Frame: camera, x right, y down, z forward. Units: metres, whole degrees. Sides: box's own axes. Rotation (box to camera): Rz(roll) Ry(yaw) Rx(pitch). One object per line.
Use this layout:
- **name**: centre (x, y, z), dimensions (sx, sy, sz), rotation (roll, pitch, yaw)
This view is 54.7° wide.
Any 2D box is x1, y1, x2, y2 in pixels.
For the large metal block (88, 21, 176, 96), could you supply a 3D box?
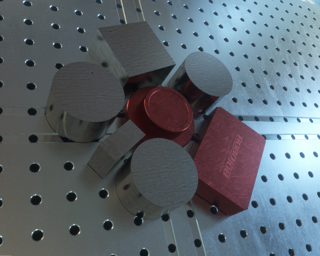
- **large metal block**: centre (-0.039, -0.096, 0.430), dimensions (0.081, 0.050, 0.080), rotation (-24, 75, -36)

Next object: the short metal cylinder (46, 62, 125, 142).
- **short metal cylinder**: centre (-0.088, -0.030, 0.362), dimensions (0.081, 0.050, 0.080), rotation (14, 56, -21)

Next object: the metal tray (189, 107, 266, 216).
- **metal tray**: centre (0.090, 0.041, 0.426), dimensions (0.090, 0.030, 0.130), rotation (35, 51, -5)

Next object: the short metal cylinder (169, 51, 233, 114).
- **short metal cylinder**: centre (0.061, -0.067, 0.465), dimensions (0.081, 0.050, 0.080), rotation (14, 56, -21)

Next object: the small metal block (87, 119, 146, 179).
- **small metal block**: centre (-0.049, 0.024, 0.350), dimensions (0.025, 0.050, 0.050), rotation (45, 51, 2)

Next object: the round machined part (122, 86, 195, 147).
- **round machined part**: centre (0.003, -0.016, 0.407), dimensions (0.099, 0.042, 0.098), rotation (14, 56, -21)

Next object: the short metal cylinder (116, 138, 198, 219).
- **short metal cylinder**: centre (-0.004, 0.058, 0.353), dimensions (0.081, 0.050, 0.080), rotation (14, 56, -21)
